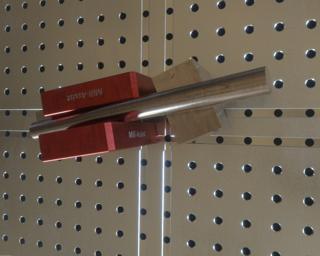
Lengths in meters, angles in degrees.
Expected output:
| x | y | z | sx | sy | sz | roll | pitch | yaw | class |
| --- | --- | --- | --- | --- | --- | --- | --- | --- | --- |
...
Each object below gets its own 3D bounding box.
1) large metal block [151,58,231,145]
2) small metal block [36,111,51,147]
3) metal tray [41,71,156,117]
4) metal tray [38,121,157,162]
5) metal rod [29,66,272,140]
| x | y | z | sx | sy | sz | roll | pitch | yaw | class |
| --- | --- | --- | --- | --- | --- | --- | --- | --- | --- |
| 0.040 | -0.028 | 0.367 | 0.050 | 0.080 | 0.080 | -24 | 82 | 18 | large metal block |
| -0.150 | 0.000 | 0.450 | 0.025 | 0.050 | 0.050 | -9 | 87 | 19 | small metal block |
| -0.072 | -0.039 | 0.401 | 0.130 | 0.090 | 0.030 | -9 | 88 | 19 | metal tray |
| -0.069 | 0.015 | 0.380 | 0.090 | 0.130 | 0.030 | -10 | 87 | 19 | metal tray |
| -0.034 | -0.019 | 0.343 | 0.300 | 0.025 | 0.025 | -10 | 87 | 28 | metal rod |
